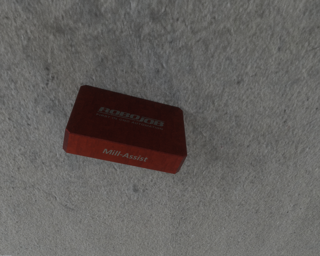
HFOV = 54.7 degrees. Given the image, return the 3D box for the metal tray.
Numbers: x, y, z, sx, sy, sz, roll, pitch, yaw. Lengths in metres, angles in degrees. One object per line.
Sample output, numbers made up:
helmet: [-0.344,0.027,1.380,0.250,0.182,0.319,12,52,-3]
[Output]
metal tray: [-0.037,0.000,0.363,0.131,0.090,0.030,13,129,-11]
